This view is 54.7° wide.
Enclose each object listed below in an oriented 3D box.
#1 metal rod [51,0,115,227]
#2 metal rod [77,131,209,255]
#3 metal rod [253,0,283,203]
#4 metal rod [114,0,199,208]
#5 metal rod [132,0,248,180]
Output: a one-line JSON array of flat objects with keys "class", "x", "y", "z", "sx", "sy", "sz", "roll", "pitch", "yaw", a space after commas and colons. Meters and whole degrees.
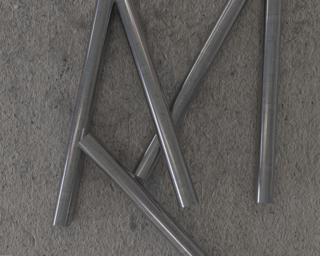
[{"class": "metal rod", "x": -0.101, "y": -0.020, "z": 0.408, "sx": 0.025, "sy": 0.025, "sz": 0.298, "roll": 11, "pitch": 90, "yaw": 0}, {"class": "metal rod", "x": 0.006, "y": 0.123, "z": 0.400, "sx": 0.025, "sy": 0.025, "sz": 0.300, "roll": -42, "pitch": 94, "yaw": 0}, {"class": "metal rod", "x": 0.144, "y": -0.052, "z": 0.410, "sx": 0.025, "sy": 0.025, "sz": 0.298, "roll": 3, "pitch": 90, "yaw": 0}, {"class": "metal rod", "x": -0.010, "y": -0.050, "z": 0.390, "sx": 0.025, "sy": 0.025, "sz": 0.299, "roll": -18, "pitch": 83, "yaw": 0}, {"class": "metal rod", "x": 0.046, "y": -0.068, "z": 0.410, "sx": 0.025, "sy": 0.025, "sz": 0.299, "roll": 29, "pitch": 90, "yaw": 0}]
